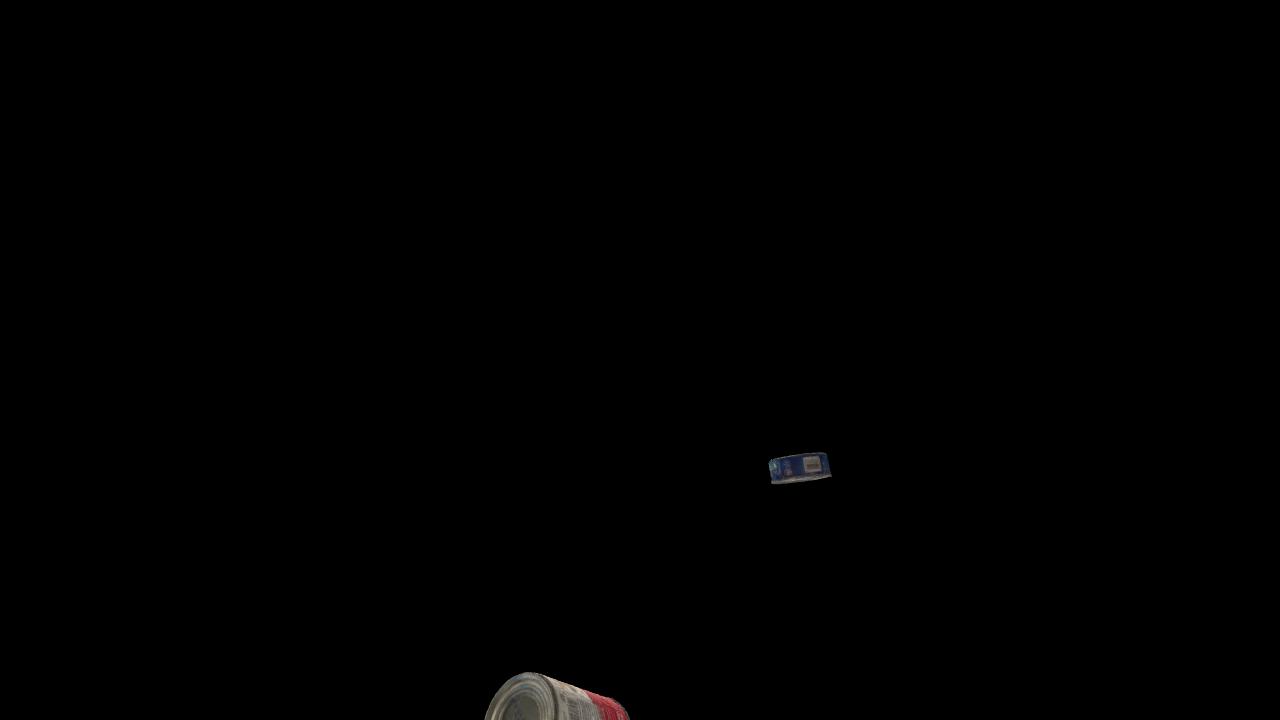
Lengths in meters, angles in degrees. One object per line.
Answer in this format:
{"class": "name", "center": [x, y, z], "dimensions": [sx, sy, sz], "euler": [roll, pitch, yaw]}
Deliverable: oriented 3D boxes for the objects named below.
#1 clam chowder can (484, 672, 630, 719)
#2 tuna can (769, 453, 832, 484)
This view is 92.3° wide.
{"class": "clam chowder can", "center": [-0.059, 0.280, 0.460], "dimensions": [0.068, 0.068, 0.102], "euler": [0, -33, 38]}
{"class": "tuna can", "center": [0.226, 0.154, 0.872], "dimensions": [0.084, 0.034, 0.084], "euler": [-6, -15, -2]}
